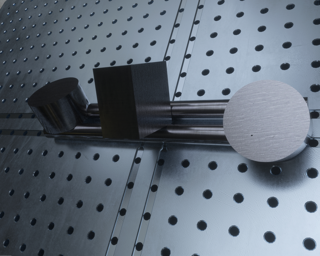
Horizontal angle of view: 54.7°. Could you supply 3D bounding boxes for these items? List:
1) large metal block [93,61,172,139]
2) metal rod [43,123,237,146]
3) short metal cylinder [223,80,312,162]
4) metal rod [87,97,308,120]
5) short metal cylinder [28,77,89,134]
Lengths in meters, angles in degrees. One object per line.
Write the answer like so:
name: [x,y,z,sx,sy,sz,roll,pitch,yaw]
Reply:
large metal block: [-0.029,-0.036,0.372,0.050,0.080,0.079,1,104,29]
metal rod: [-0.045,0.006,0.428,0.300,0.025,0.025,1,62,28]
short metal cylinder: [0.112,-0.005,0.319,0.080,0.050,0.080,-4,82,28]
metal rod: [0.028,-0.024,0.407,0.300,0.025,0.025,1,62,28]
short metal cylinder: [-0.152,-0.036,0.475,0.080,0.050,0.080,-14,34,10]
